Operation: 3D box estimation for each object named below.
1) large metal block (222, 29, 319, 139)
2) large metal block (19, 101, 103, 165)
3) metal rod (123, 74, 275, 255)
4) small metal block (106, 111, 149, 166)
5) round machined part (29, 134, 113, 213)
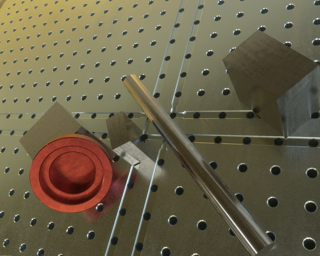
[{"bbox_3d":[0.123,-0.047,0.337,0.050,0.080,0.080,-40,51,1],"label":"large metal block"},{"bbox_3d":[-0.147,0.020,0.457,0.080,0.050,0.080,-48,51,-6],"label":"large metal block"},{"bbox_3d":[0.026,0.021,0.381,0.025,0.025,0.300,-39,51,2],"label":"metal rod"},{"bbox_3d":[-0.043,0.014,0.406,0.025,0.050,0.050,-28,52,11],"label":"small metal block"},{"bbox_3d":[-0.111,0.055,0.399,0.098,0.098,0.042,-43,16,-1],"label":"round machined part"}]
